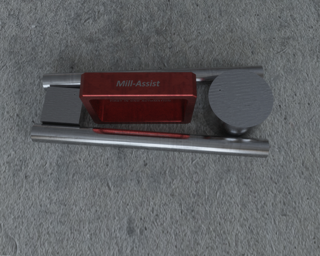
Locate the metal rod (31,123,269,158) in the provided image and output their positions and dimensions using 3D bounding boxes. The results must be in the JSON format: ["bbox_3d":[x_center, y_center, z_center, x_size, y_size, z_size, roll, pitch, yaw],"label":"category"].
[{"bbox_3d":[-0.013,0.016,0.403,0.302,0.025,0.025,4,70,1],"label":"metal rod"}]

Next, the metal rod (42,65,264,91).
[{"bbox_3d":[-0.008,-0.070,0.435,0.302,0.025,0.025,-2,70,-1],"label":"metal rod"}]

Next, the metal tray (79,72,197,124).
[{"bbox_3d":[-0.024,-0.034,0.386,0.131,0.090,0.030,0,70,0],"label":"metal tray"}]

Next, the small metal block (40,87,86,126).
[{"bbox_3d":[-0.128,-0.027,0.419,0.050,0.025,0.050,4,70,1],"label":"small metal block"}]

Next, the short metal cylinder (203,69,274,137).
[{"bbox_3d":[0.100,-0.030,0.407,0.081,0.050,0.080,0,70,0],"label":"short metal cylinder"}]
